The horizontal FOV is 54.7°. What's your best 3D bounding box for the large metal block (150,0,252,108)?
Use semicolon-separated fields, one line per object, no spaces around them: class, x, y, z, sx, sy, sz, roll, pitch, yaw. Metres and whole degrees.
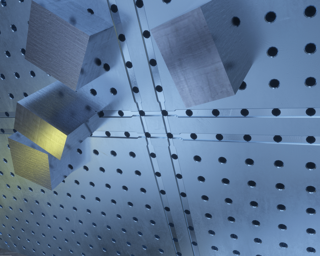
large metal block;0.045;-0.077;0.304;0.050;0.080;0.080;-14;111;33

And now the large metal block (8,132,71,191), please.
large metal block;-0.204;0.049;0.530;0.080;0.050;0.079;19;126;16

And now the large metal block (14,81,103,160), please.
large metal block;-0.143;-0.014;0.440;0.080;0.080;0.050;33;129;6

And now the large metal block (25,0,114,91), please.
large metal block;-0.115;-0.107;0.388;0.080;0.050;0.079;33;129;6
